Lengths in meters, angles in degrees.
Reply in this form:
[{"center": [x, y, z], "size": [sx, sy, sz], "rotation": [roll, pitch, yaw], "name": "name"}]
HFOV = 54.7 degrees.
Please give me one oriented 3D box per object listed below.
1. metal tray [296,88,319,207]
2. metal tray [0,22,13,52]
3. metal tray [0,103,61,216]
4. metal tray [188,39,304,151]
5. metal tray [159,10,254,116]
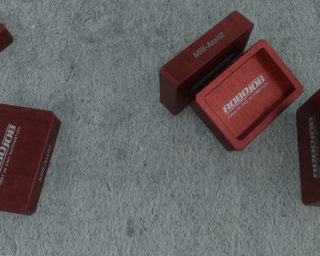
[{"center": [0.198, 0.023, 0.366], "size": [0.030, 0.090, 0.130], "rotation": [5, 70, 2], "name": "metal tray"}, {"center": [-0.297, -0.145, 0.456], "size": [0.130, 0.030, 0.090], "rotation": [38, 74, 12], "name": "metal tray"}, {"center": [-0.189, 0.037, 0.390], "size": [0.091, 0.030, 0.130], "rotation": [9, 70, 3], "name": "metal tray"}, {"center": [0.114, -0.043, 0.407], "size": [0.130, 0.030, 0.090], "rotation": [-41, 93, -14], "name": "metal tray"}, {"center": [0.058, -0.081, 0.403], "size": [0.130, 0.090, 0.030], "rotation": [-40, 74, -13], "name": "metal tray"}]
